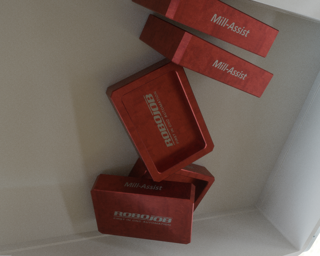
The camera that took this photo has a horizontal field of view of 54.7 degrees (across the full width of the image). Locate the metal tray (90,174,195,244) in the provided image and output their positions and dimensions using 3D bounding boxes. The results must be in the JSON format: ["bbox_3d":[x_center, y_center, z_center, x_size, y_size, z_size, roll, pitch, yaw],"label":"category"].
[{"bbox_3d":[-0.021,0.110,0.417,0.131,0.030,0.089,5,126,7],"label":"metal tray"}]

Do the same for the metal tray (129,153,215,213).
[{"bbox_3d":[0.011,0.092,0.469,0.131,0.030,0.090,19,108,-36],"label":"metal tray"}]

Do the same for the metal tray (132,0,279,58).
[{"bbox_3d":[0.047,-0.116,0.321,0.131,0.090,0.030,10,113,-33],"label":"metal tray"}]

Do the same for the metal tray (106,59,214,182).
[{"bbox_3d":[0.003,-0.009,0.381,0.090,0.030,0.129,-29,113,-10],"label":"metal tray"}]

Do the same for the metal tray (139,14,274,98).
[{"bbox_3d":[0.052,-0.080,0.347,0.131,0.090,0.030,14,111,-34],"label":"metal tray"}]
